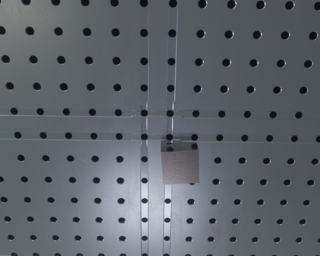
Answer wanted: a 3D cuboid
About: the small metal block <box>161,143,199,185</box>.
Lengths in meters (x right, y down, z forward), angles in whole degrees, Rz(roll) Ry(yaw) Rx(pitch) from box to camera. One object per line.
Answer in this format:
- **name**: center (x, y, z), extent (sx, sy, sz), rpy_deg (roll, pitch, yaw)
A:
- **small metal block**: center (0.028, 0.050, 0.432), extent (0.050, 0.025, 0.050), rpy_deg (-3, 110, 1)
